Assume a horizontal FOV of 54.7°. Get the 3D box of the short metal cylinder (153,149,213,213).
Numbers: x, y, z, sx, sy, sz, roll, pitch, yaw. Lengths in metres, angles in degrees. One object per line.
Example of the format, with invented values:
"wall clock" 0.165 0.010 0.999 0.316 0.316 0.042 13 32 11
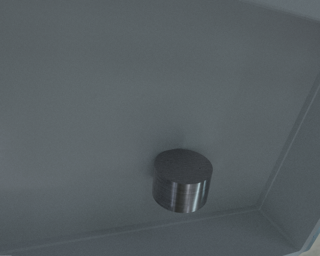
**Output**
"short metal cylinder" 0.030 0.072 0.436 0.081 0.080 0.050 -10 123 -24
